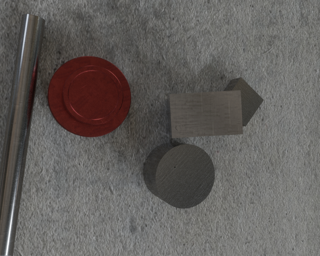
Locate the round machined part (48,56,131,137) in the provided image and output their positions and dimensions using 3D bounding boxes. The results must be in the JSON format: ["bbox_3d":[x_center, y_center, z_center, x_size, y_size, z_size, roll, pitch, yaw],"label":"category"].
[{"bbox_3d":[-0.082,-0.038,0.370,0.099,0.042,0.097,0,90,-21],"label":"round machined part"}]

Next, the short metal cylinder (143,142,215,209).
[{"bbox_3d":[0.024,0.060,0.406,0.081,0.050,0.079,0,90,-21],"label":"short metal cylinder"}]

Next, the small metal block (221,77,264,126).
[{"bbox_3d":[0.115,-0.037,0.453,0.050,0.025,0.050,41,77,-16],"label":"small metal block"}]

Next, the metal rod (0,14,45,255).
[{"bbox_3d":[-0.163,0.022,0.349,0.025,0.025,0.298,8,87,-20],"label":"metal rod"}]

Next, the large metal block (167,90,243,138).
[{"bbox_3d":[0.052,-0.017,0.388,0.081,0.080,0.050,-3,92,-1],"label":"large metal block"}]
